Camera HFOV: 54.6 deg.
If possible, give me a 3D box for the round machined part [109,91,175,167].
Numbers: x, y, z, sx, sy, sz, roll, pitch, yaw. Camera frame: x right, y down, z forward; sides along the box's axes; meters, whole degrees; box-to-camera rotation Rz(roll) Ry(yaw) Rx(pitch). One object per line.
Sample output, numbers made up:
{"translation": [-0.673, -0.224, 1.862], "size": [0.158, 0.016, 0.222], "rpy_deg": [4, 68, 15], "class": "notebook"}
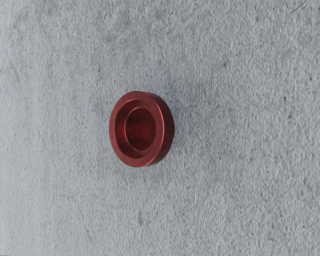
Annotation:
{"translation": [-0.019, 0.001, 0.411], "size": [0.098, 0.042, 0.097], "rpy_deg": [0, 90, 40], "class": "round machined part"}
